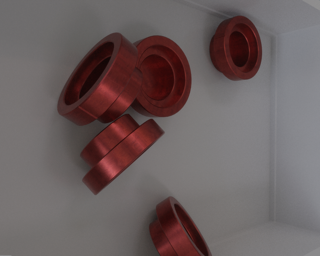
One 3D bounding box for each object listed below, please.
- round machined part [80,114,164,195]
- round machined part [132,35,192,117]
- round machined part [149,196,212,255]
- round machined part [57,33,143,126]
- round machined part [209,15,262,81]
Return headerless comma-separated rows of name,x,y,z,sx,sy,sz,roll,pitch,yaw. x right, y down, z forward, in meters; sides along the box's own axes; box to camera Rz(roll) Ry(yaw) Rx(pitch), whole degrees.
round machined part,-0.045,0.022,0.330,0.042,0.098,0.099,48,58,2
round machined part,-0.010,-0.062,0.387,0.099,0.042,0.097,0,90,-40
round machined part,0.022,0.139,0.391,0.042,0.098,0.098,-35,117,4
round machined part,-0.055,-0.043,0.311,0.042,0.098,0.098,37,68,-32
round machined part,0.117,-0.124,0.493,0.099,0.042,0.097,0,90,-40
